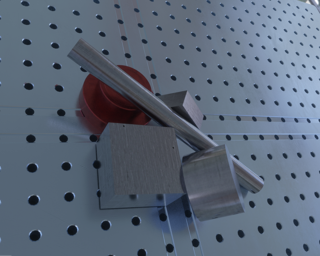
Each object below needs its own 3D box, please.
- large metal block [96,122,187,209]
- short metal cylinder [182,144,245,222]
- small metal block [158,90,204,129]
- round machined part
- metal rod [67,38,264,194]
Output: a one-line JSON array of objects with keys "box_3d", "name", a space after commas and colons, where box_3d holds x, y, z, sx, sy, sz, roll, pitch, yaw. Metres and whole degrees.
[{"box_3d": [-0.024, 0.043, 0.351, 0.081, 0.050, 0.080, 5, 60, -26], "name": "large metal block"}, {"box_3d": [0.063, 0.064, 0.361, 0.080, 0.050, 0.080, -17, 90, -76], "name": "short metal cylinder"}, {"box_3d": [0.022, -0.019, 0.405, 0.050, 0.050, 0.025, 51, 45, -39], "name": "small metal block"}, {"box_3d": [-0.049, -0.042, 0.397, 0.099, 0.042, 0.098, 14, 56, -21], "name": "round machined part"}, {"box_3d": [0.022, -0.003, 0.381, 0.301, 0.025, 0.025, 36, 50, -21], "name": "metal rod"}]
